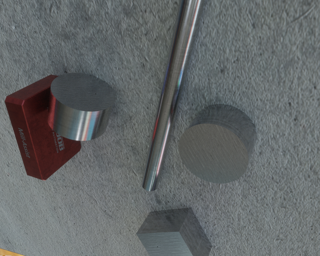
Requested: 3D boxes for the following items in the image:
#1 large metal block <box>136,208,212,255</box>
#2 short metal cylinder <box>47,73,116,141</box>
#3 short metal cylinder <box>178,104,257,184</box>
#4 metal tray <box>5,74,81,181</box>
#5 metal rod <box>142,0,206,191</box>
[{"bbox_3d":[0.023,0.176,0.488,0.080,0.050,0.080,-16,110,34],"label":"large metal block"},{"bbox_3d":[-0.104,-0.029,0.408,0.080,0.080,0.050,30,128,9],"label":"short metal cylinder"},{"bbox_3d":[0.069,0.018,0.366,0.080,0.050,0.079,13,124,21],"label":"short metal cylinder"},{"bbox_3d":[-0.162,-0.001,0.449,0.030,0.090,0.129,13,124,21],"label":"metal tray"},{"bbox_3d":[0.011,-0.032,0.381,0.025,0.025,0.298,23,127,14],"label":"metal rod"}]
